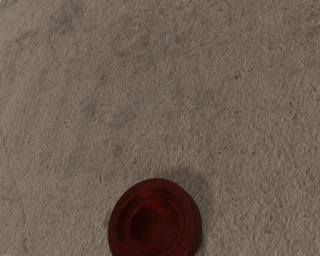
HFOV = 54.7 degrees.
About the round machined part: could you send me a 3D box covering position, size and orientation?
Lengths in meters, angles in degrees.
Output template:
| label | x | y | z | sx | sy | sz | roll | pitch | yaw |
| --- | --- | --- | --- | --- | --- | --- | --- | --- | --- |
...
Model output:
| label | x | y | z | sx | sy | sz | roll | pitch | yaw |
| --- | --- | --- | --- | --- | --- | --- | --- | --- | --- |
| round machined part | -0.002 | 0.107 | 0.328 | 0.098 | 0.042 | 0.098 | -13 | 56 | 20 |
